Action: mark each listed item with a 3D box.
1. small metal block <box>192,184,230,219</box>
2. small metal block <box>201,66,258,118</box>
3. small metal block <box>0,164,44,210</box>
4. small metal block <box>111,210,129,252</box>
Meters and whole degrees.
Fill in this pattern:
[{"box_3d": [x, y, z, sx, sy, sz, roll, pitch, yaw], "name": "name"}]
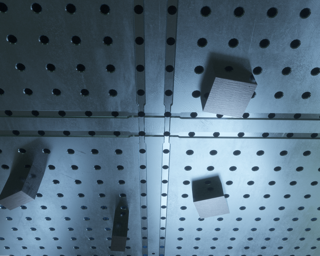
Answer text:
[{"box_3d": [0.085, 0.123, 0.518, 0.050, 0.025, 0.050, -15, 129, 11], "name": "small metal block"}, {"box_3d": [0.082, -0.043, 0.377, 0.050, 0.025, 0.050, 9, 130, -8], "name": "small metal block"}, {"box_3d": [-0.210, 0.090, 0.469, 0.050, 0.050, 0.025, -25, 126, 19], "name": "small metal block"}, {"box_3d": [-0.071, 0.183, 0.550, 0.025, 0.050, 0.050, 6, 130, -6], "name": "small metal block"}]
